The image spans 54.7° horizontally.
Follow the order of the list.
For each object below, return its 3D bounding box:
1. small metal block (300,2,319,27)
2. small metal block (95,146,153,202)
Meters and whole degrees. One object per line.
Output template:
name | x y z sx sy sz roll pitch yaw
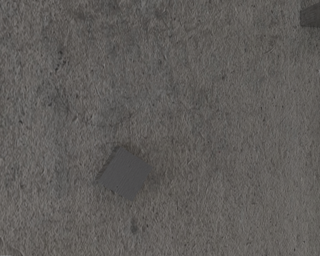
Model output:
small metal block | 0.261 -0.180 0.492 0.050 0.050 0.025 -3 91 -20
small metal block | -0.046 0.057 0.393 0.050 0.025 0.050 35 79 -17
